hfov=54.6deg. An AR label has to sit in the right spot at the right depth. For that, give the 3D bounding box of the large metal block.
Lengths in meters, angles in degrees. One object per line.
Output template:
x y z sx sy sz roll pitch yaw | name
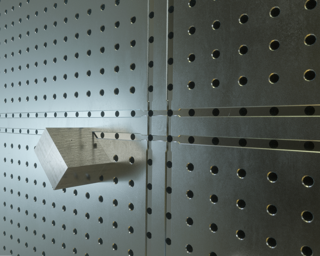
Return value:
-0.137 0.045 0.488 0.080 0.081 0.050 51 120 27 | large metal block
